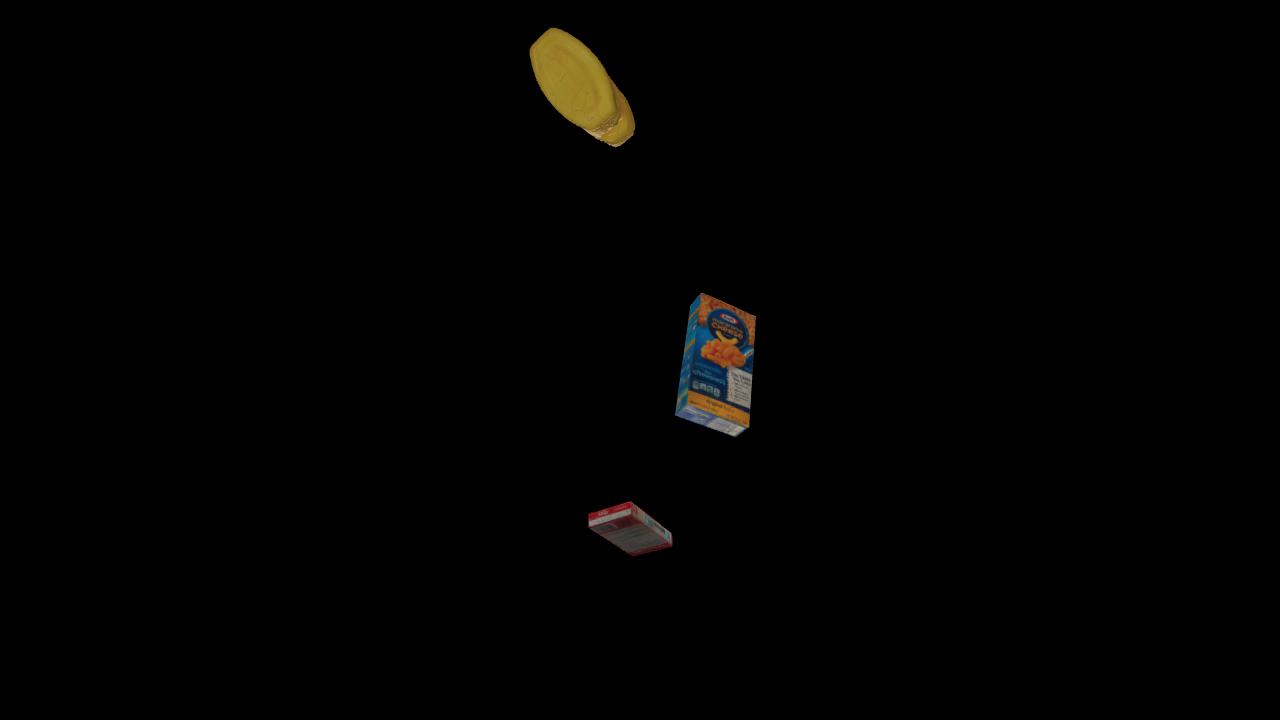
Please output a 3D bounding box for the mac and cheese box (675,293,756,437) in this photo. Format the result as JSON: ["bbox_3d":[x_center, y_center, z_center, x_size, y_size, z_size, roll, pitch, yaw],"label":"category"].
[{"bbox_3d":[0.104,0.004,0.822,0.093,0.184,0.041,20,-36,-14],"label":"mac and cheese box"}]

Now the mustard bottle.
[{"bbox_3d":[-0.043,-0.252,0.600,0.054,0.092,0.184,-43,2,14],"label":"mustard bottle"}]

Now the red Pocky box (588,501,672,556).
[{"bbox_3d":[-0.014,0.285,1.031,0.083,0.028,0.155,-21,-42,18],"label":"red Pocky box"}]
